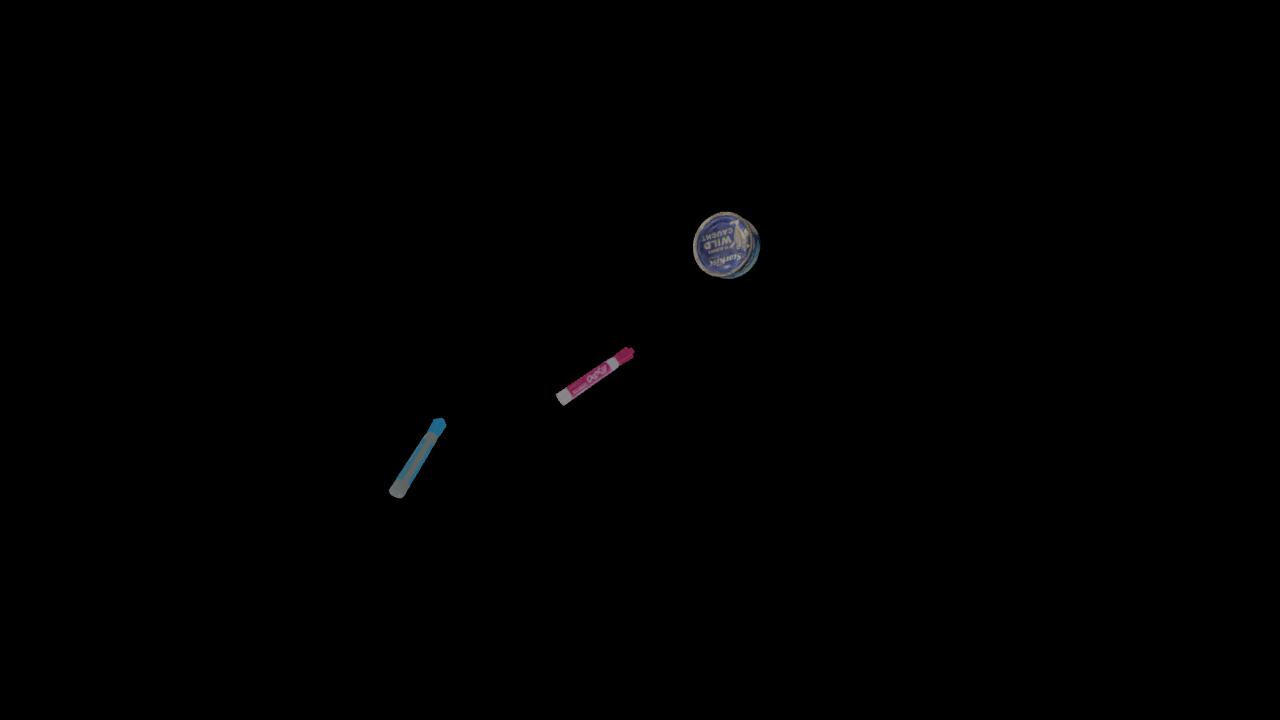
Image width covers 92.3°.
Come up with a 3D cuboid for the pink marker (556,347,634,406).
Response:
[{"bbox_3d":[-0.057,0.019,0.817,0.121,0.020,0.020,-35,11,-17],"label":"pink marker"}]

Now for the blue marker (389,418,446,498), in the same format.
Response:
[{"bbox_3d":[-0.275,0.119,0.770,0.020,0.020,0.121,0,41,17],"label":"blue marker"}]

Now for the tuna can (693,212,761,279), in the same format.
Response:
[{"bbox_3d":[0.114,-0.149,0.805,0.084,0.084,0.034,0,-1,33],"label":"tuna can"}]
